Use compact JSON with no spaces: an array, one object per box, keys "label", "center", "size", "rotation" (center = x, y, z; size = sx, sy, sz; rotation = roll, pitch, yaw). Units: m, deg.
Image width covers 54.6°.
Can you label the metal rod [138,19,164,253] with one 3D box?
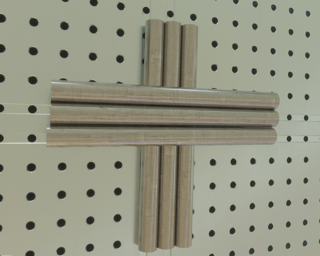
[{"label":"metal rod","center":[-0.011,0.009,0.408],"size":[0.025,0.025,0.298],"rotation":[2,89,-20]}]

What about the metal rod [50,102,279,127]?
[{"label":"metal rod","center":[0.021,-0.015,0.393],"size":[0.302,0.025,0.025],"rotation":[1,90,-20]}]

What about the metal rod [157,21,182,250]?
[{"label":"metal rod","center":[0.012,0.009,0.417],"size":[0.025,0.025,0.298],"rotation":[2,89,-20]}]

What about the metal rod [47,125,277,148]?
[{"label":"metal rod","center":[0.017,0.010,0.392],"size":[0.302,0.025,0.025],"rotation":[1,90,-20]}]

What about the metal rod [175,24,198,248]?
[{"label":"metal rod","center":[0.036,0.010,0.425],"size":[0.025,0.025,0.298],"rotation":[2,89,-20]}]

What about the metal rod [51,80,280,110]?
[{"label":"metal rod","center":[0.022,-0.040,0.394],"size":[0.302,0.025,0.025],"rotation":[1,90,-20]}]
